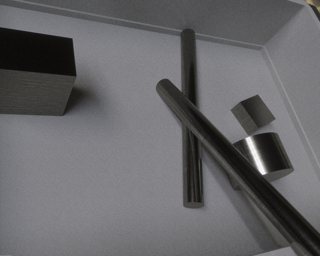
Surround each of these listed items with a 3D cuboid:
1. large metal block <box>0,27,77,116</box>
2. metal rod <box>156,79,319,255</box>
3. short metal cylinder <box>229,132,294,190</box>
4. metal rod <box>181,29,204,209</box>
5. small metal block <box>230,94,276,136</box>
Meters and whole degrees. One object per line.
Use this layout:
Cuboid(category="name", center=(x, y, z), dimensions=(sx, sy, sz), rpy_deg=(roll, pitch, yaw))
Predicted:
Cuboid(category="large metal block", center=(-0.140, -0.055, 0.329), dimensions=(0.081, 0.080, 0.050), rpy_deg=(1, 61, -28))
Cuboid(category="metal rod", center=(0.071, 0.026, 0.346), dimensions=(0.025, 0.025, 0.300), rpy_deg=(-3, 37, -30))
Cuboid(category="short metal cylinder", center=(0.129, 0.046, 0.414), dimensions=(0.081, 0.080, 0.050), rpy_deg=(-2, 63, -30))
Cuboid(category="metal rod", center=(0.044, -0.034, 0.451), dimensions=(0.025, 0.025, 0.299), rpy_deg=(15, 55, -20))
Cuboid(category="small metal block", center=(0.152, -0.022, 0.503), dimensions=(0.050, 0.025, 0.050), rpy_deg=(-22, 74, -36))
